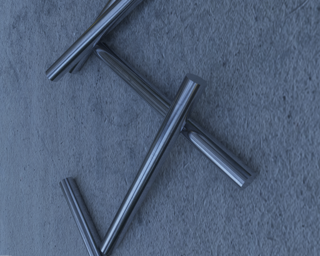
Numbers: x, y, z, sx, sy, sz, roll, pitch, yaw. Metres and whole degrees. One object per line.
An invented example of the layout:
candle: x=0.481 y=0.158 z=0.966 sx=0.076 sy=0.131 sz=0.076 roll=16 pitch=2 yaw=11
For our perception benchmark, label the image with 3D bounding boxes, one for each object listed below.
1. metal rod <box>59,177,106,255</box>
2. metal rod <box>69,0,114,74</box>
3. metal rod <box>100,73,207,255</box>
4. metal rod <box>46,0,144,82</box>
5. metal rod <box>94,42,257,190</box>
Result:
metal rod: x=-0.091 y=0.209 z=0.480 sx=0.025 sy=0.025 sz=0.299 roll=-46 pitch=63 yaw=30
metal rod: x=-0.059 y=-0.187 z=0.453 sx=0.299 sy=0.025 sz=0.025 roll=-42 pitch=65 yaw=32
metal rod: x=-0.020 y=0.065 z=0.400 sx=0.025 sy=0.025 sz=0.298 roll=45 pitch=124 yaw=30
metal rod: x=-0.069 y=-0.158 z=0.443 sx=0.299 sy=0.025 sz=0.025 roll=-33 pitch=70 yaw=29
metal rod: x=0.001 y=-0.032 z=0.404 sx=0.300 sy=0.025 sz=0.025 roll=44 pitch=116 yaw=31
